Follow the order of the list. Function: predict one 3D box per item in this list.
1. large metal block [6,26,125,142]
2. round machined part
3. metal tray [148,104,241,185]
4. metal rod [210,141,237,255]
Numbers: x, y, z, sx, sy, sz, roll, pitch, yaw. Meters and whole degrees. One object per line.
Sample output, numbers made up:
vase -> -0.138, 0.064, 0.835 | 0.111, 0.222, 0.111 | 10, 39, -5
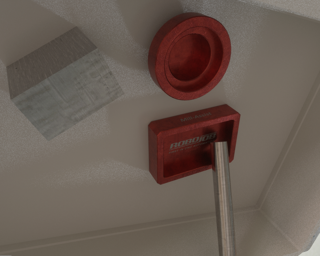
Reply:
large metal block -> -0.092, -0.046, 0.295 | 0.080, 0.080, 0.050 | -33, 129, -7
round machined part -> 0.031, -0.085, 0.363 | 0.099, 0.042, 0.097 | -14, 125, -21
metal tray -> 0.049, 0.023, 0.448 | 0.131, 0.030, 0.089 | -14, 124, -21
metal rod -> 0.097, 0.169, 0.449 | 0.025, 0.025, 0.298 | -3, 88, -27
